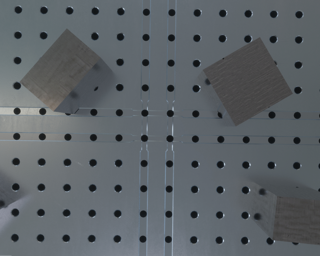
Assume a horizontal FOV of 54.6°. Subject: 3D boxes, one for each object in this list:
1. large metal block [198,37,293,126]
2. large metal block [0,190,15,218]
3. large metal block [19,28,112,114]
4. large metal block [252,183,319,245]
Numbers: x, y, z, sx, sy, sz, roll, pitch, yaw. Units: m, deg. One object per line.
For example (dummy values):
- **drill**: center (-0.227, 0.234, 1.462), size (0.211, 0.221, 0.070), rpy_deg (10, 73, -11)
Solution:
- **large metal block**: center (0.107, -0.056, 0.401), size (0.080, 0.050, 0.080), rpy_deg (-30, 90, 0)
- **large metal block**: center (-0.256, 0.106, 0.399), size (0.080, 0.050, 0.080), rpy_deg (40, 90, 0)
- **large metal block**: center (-0.111, -0.065, 0.385), size (0.050, 0.080, 0.080), rpy_deg (41, 90, 0)
- **large metal block**: center (0.169, 0.105, 0.387), size (0.080, 0.080, 0.050), rpy_deg (6, 90, 0)
